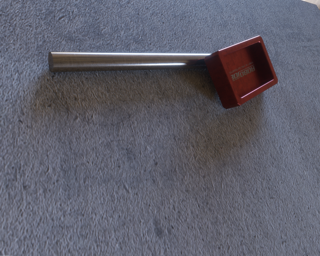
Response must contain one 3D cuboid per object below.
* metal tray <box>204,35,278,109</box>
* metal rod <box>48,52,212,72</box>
[{"bbox_3d":[0.139,-0.095,0.517,0.131,0.030,0.090,-28,98,-37],"label":"metal tray"},{"bbox_3d":[-0.008,-0.099,0.461,0.303,0.025,0.025,-8,66,-32],"label":"metal rod"}]
